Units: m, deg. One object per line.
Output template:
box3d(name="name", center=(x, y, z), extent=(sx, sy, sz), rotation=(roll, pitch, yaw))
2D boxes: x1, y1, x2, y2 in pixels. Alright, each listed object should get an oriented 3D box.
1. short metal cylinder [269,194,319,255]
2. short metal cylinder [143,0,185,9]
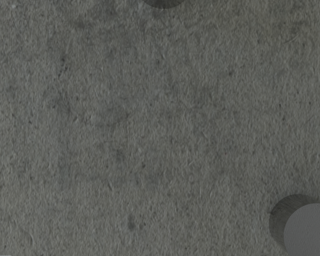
box3d(name="short metal cylinder", center=(0.190, 0.131, 0.400), extent=(0.081, 0.050, 0.079), rotation=(0, 90, -1))
box3d(name="short metal cylinder", center=(0.005, -0.202, 0.397), extent=(0.081, 0.050, 0.079), rotation=(0, 90, -1))
